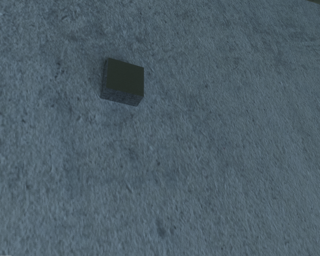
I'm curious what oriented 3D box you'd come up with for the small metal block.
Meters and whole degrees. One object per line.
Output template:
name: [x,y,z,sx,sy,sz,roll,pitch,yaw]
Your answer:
small metal block: [-0.049,-0.061,0.414,0.050,0.025,0.050,12,57,-22]
